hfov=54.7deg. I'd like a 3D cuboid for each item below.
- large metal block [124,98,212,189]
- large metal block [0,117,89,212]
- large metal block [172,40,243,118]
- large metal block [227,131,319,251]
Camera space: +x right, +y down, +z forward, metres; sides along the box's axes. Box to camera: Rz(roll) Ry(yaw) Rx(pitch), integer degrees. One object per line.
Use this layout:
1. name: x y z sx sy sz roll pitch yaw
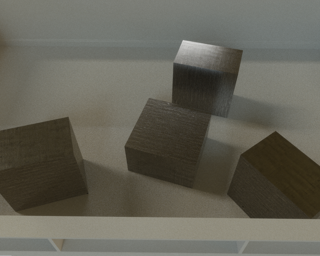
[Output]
1. large metal block: 0.012 0.016 0.375 0.080 0.050 0.080 14 51 11
2. large metal block: -0.128 0.040 0.334 0.081 0.080 0.050 -13 51 -10
3. large metal block: 0.063 -0.066 0.425 0.080 0.080 0.050 13 51 10
4. large metal block: 0.121 0.064 0.316 0.050 0.080 0.080 -29 56 -22
